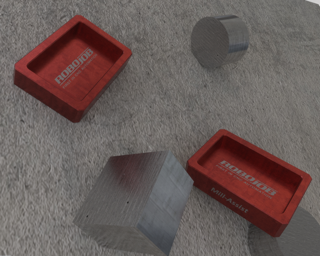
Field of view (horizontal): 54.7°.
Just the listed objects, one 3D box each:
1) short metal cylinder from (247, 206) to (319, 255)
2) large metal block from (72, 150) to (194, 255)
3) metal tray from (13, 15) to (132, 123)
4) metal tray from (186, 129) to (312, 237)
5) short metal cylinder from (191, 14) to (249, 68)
[{"bbox_3d":[0.158,0.142,0.386,0.081,0.050,0.080,14,56,-21],"label":"short metal cylinder"},{"bbox_3d":[-0.024,0.071,0.303,0.050,0.080,0.080,54,44,-31],"label":"large metal block"},{"bbox_3d":[-0.104,-0.079,0.392,0.090,0.030,0.130,34,51,-6],"label":"metal tray"},{"bbox_3d":[0.108,0.061,0.387,0.130,0.030,0.091,31,47,24],"label":"metal tray"},{"bbox_3d":[0.097,-0.142,0.508,0.050,0.080,0.080,-21,73,-36],"label":"short metal cylinder"}]
